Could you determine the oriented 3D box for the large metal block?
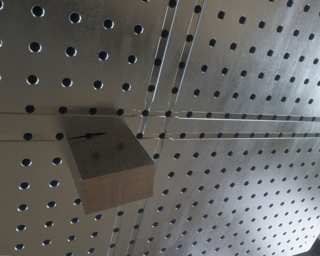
[{"bbox_3d":[-0.061,0.049,0.374,0.081,0.080,0.050,-11,123,-23],"label":"large metal block"}]
